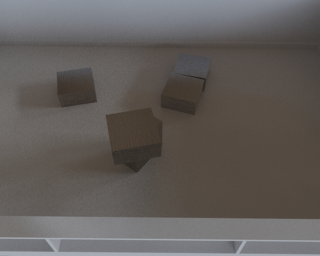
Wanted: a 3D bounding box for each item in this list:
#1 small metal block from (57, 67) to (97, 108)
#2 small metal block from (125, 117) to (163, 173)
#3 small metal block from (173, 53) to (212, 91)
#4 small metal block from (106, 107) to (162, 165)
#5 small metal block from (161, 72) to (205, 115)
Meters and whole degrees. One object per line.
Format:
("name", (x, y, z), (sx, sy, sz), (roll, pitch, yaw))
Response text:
("small metal block", (-0.122, -0.060, 0.454), (0.050, 0.025, 0.050), (-10, 51, -9))
("small metal block", (-0.022, 0.017, 0.374), (0.025, 0.050, 0.050), (30, 56, 22))
("small metal block", (0.050, -0.087, 0.479), (0.050, 0.025, 0.050), (12, 51, 9))
("small metal block", (-0.029, 0.008, 0.333), (0.050, 0.025, 0.050), (-10, 51, -9))
("small metal block", (0.033, -0.050, 0.448), (0.050, 0.025, 0.050), (14, 51, 11))
